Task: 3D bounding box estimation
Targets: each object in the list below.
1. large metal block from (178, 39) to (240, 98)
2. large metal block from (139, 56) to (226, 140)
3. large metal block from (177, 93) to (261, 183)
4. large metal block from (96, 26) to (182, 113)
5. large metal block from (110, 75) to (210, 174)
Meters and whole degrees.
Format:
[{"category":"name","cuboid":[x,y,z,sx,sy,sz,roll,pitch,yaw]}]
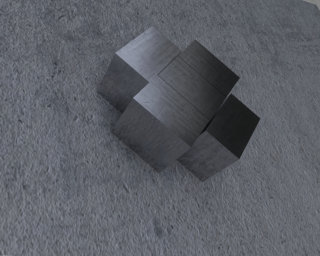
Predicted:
[{"category":"large metal block","cuboid":[0.049,-0.061,0.436,0.080,0.080,0.050,41,51,-1]},{"category":"large metal block","cuboid":[0.024,-0.031,0.404,0.080,0.080,0.050,41,51,-1]},{"category":"large metal block","cuboid":[0.073,0.014,0.404,0.050,0.080,0.080,41,51,-1]},{"category":"large metal block","cuboid":[-0.028,-0.072,0.401,0.050,0.080,0.080,41,51,-1]},{"category":"large metal block","cuboid":[-0.002,-0.002,0.372,0.080,0.080,0.050,41,51,-1]}]
